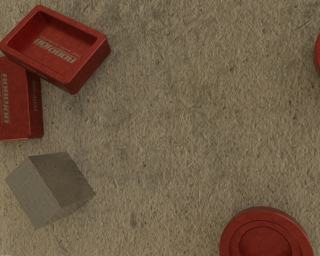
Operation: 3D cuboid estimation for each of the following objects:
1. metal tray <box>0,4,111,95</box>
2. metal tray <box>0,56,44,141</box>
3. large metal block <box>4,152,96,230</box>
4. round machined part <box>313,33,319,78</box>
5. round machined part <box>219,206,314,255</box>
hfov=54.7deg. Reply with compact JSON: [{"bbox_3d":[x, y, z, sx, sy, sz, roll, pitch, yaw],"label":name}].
[{"bbox_3d":[-0.147,-0.113,0.436,0.130,0.030,0.090,29,72,17],"label":"metal tray"},{"bbox_3d":[-0.233,-0.045,0.486,0.090,0.030,0.129,-5,88,19],"label":"metal tray"},{"bbox_3d":[-0.149,0.082,0.431,0.050,0.080,0.080,-41,77,15],"label":"large metal block"},{"bbox_3d":[0.215,-0.079,0.325,0.098,0.042,0.097,0,90,19],"label":"round machined part"},{"bbox_3d":[0.121,0.139,0.357,0.098,0.042,0.097,0,90,19],"label":"round machined part"}]
